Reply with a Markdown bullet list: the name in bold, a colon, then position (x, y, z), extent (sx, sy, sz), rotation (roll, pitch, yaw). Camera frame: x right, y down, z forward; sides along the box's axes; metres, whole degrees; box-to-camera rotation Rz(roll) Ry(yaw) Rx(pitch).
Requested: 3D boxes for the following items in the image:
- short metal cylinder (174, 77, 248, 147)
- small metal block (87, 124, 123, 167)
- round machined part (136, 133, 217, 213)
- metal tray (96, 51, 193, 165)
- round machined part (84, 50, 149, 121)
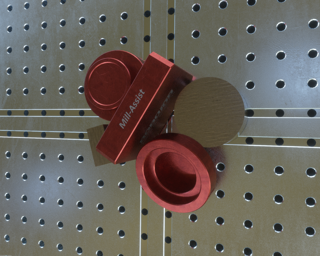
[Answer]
- **short metal cylinder**: position (0.063, -0.018, 0.373), extent (0.080, 0.050, 0.079), rotation (0, 90, 20)
- **small metal block**: position (-0.069, 0.022, 0.419), extent (0.025, 0.050, 0.050), rotation (-16, 85, 19)
- **round machined part**: position (0.023, 0.050, 0.379), extent (0.098, 0.042, 0.097), rotation (12, 117, 26)
- **metal tray**: position (-0.015, -0.021, 0.379), extent (0.030, 0.090, 0.129), rotation (35, 101, 16)
- **round machined part**: position (-0.062, -0.058, 0.420), extent (0.098, 0.042, 0.097), rotation (0, 90, 19)
